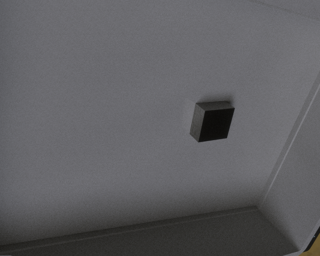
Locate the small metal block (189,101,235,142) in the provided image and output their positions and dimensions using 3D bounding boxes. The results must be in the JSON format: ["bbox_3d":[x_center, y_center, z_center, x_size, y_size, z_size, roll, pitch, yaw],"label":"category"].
[{"bbox_3d":[0.074,-0.010,0.445,0.050,0.025,0.050,-7,122,-26],"label":"small metal block"}]
